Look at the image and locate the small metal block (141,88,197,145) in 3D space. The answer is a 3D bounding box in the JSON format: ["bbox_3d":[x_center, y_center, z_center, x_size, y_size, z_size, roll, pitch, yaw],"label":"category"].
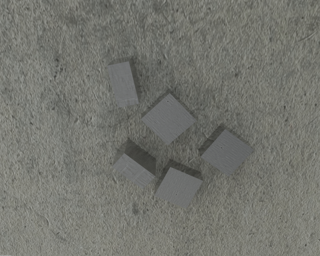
[{"bbox_3d":[0.011,-0.014,0.404,0.050,0.025,0.050,-42,105,13],"label":"small metal block"}]

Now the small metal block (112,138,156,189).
[{"bbox_3d":[-0.033,0.046,0.413,0.050,0.050,0.025,39,106,-13],"label":"small metal block"}]

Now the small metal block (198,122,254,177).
[{"bbox_3d":[0.089,0.029,0.421,0.050,0.025,0.050,35,106,-12],"label":"small metal block"}]

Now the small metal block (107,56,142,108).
[{"bbox_3d":[-0.042,-0.057,0.375,0.025,0.050,0.050,-11,110,4],"label":"small metal block"}]

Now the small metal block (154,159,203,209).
[{"bbox_3d":[0.026,0.079,0.439,0.050,0.025,0.050,24,108,-9],"label":"small metal block"}]
